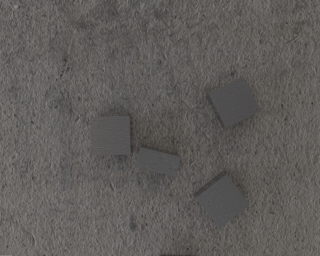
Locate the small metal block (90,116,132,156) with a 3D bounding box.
[{"bbox_3d":[-0.064,0.010,0.409,0.050,0.025,0.050,-2,90,0],"label":"small metal block"}]

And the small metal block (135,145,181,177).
[{"bbox_3d":[-0.002,0.041,0.397,0.050,0.050,0.025,14,90,0],"label":"small metal block"}]

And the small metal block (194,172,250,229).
[{"bbox_3d":[0.081,0.094,0.411,0.050,0.025,0.050,-38,90,0],"label":"small metal block"}]

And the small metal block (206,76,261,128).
[{"bbox_3d":[0.096,-0.033,0.411,0.050,0.025,0.050,-27,90,0],"label":"small metal block"}]
